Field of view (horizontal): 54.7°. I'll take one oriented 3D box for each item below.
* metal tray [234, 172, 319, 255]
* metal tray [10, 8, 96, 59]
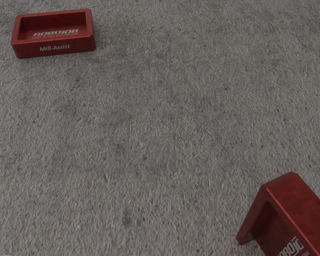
[{"bbox_3d":[0.111,0.108,0.262,0.030,0.129,0.090,-21,53,-15],"label":"metal tray"},{"bbox_3d":[-0.181,-0.166,0.537,0.131,0.030,0.090,-8,51,-7],"label":"metal tray"}]
